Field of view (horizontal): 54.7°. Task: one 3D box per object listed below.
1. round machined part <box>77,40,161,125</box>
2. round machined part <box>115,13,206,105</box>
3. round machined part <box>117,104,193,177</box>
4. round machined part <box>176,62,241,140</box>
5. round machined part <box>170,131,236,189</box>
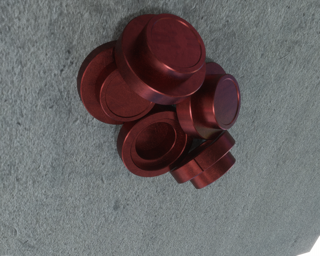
[{"bbox_3d":[-0.040,-0.046,0.350,0.099,0.042,0.097,-14,125,-21],"label":"round machined part"},{"bbox_3d":[0.007,-0.077,0.318,0.099,0.098,0.042,1,160,-29],"label":"round machined part"},{"bbox_3d":[-0.009,0.012,0.401,0.099,0.042,0.097,-14,125,-21],"label":"round machined part"},{"bbox_3d":[0.067,-0.033,0.387,0.099,0.042,0.097,-8,101,-49],"label":"round machined part"},{"bbox_3d":[0.065,0.047,0.428,0.098,0.098,0.042,-37,89,-4],"label":"round machined part"}]
